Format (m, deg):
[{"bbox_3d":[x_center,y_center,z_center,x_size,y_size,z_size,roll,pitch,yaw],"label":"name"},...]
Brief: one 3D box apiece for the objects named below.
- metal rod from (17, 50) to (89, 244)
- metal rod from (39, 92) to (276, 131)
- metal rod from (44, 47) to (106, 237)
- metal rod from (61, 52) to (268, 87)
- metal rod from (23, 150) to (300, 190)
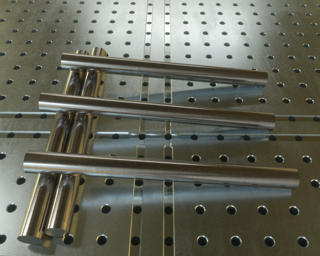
[{"bbox_3d":[-0.128,-0.002,0.407,0.025,0.025,0.300,1,50,0],"label":"metal rod"},{"bbox_3d":[0.000,-0.021,0.405,0.302,0.025,0.025,5,50,-4],"label":"metal rod"},{"bbox_3d":[-0.103,-0.008,0.412,0.025,0.025,0.300,1,50,0],"label":"metal rod"},{"bbox_3d":[0.010,-0.086,0.461,0.302,0.025,0.025,4,50,-5],"label":"metal rod"},{"bbox_3d":[0.007,0.048,0.349,0.302,0.025,0.025,4,50,-5],"label":"metal rod"}]
